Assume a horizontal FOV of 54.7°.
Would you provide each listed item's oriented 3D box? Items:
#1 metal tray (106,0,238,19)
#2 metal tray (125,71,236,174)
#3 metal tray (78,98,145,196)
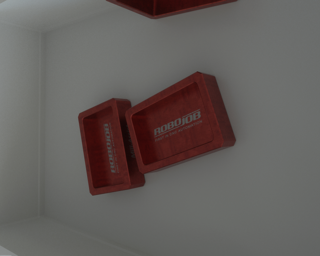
[{"bbox_3d":[0.013,-0.161,0.352,0.130,0.091,0.030,4,93,39],"label":"metal tray"},{"bbox_3d":[0.019,-0.002,0.385,0.130,0.030,0.090,-25,75,37],"label":"metal tray"},{"bbox_3d":[-0.075,0.030,0.462,0.090,0.030,0.129,-18,79,38],"label":"metal tray"}]
